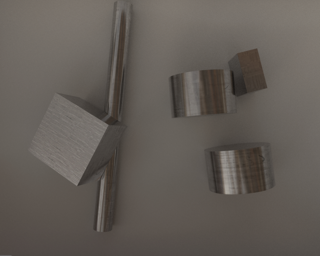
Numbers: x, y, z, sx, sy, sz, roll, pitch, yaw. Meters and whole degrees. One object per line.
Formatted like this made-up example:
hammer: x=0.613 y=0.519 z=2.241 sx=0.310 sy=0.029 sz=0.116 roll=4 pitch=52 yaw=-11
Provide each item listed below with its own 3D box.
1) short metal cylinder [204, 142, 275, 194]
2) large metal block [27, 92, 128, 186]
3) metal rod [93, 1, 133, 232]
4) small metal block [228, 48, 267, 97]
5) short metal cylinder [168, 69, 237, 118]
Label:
short metal cylinder: x=0.098 y=0.048 z=0.385 sx=0.081 sy=0.080 sz=0.050 roll=-7 pitch=90 yaw=0
large metal block: x=-0.101 y=0.013 z=0.382 sx=0.080 sy=0.050 sz=0.080 roll=30 pitch=98 yaw=17
metal rod: x=-0.062 y=-0.015 z=0.410 sx=0.025 sy=0.025 sz=0.298 roll=5 pitch=90 yaw=-1
small metal block: x=0.112 y=-0.070 z=0.400 sx=0.025 sy=0.050 sz=0.050 roll=-14 pitch=90 yaw=0
short metal cylinder: x=0.053 y=-0.040 z=0.385 sx=0.081 sy=0.080 sz=0.050 roll=-5 pitch=90 yaw=-1
